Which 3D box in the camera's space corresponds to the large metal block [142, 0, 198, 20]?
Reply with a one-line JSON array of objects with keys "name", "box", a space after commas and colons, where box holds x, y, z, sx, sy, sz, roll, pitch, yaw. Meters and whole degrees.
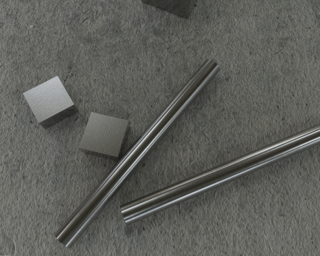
[{"name": "large metal block", "box": [0.024, -0.227, 0.478, 0.080, 0.050, 0.080, 24, 72, 8]}]

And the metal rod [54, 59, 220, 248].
[{"name": "metal rod", "box": [-0.019, 0.021, 0.400, 0.025, 0.025, 0.301, 37, 74, 12]}]

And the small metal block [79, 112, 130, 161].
[{"name": "small metal block", "box": [-0.071, 0.012, 0.403, 0.050, 0.025, 0.050, 13, 70, 4]}]

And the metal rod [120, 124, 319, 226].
[{"name": "metal rod", "box": [0.096, 0.051, 0.390, 0.302, 0.025, 0.025, -21, 72, -8]}]

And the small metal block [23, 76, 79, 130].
[{"name": "small metal block", "box": [-0.147, -0.034, 0.419, 0.050, 0.025, 0.050, -30, 73, -11]}]
